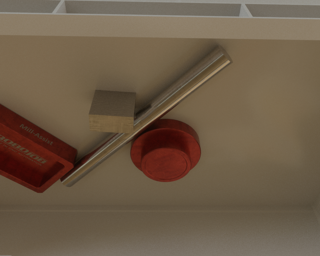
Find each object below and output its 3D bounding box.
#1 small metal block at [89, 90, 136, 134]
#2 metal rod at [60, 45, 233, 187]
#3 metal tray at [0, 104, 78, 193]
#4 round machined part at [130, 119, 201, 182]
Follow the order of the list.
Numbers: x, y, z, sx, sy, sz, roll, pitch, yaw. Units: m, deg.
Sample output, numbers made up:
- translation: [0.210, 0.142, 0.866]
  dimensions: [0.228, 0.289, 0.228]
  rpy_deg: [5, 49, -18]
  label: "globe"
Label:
- translation: [-0.056, -0.020, 0.375]
  dimensions: [0.050, 0.050, 0.025]
  rpy_deg: [4, 130, -4]
  label: "small metal block"
- translation: [-0.035, -0.001, 0.407]
  dimensions: [0.299, 0.025, 0.025]
  rpy_deg: [-37, 122, 26]
  label: "metal rod"
- translation: [-0.195, 0.033, 0.430]
  dimensions: [0.090, 0.030, 0.130]
  rpy_deg: [-38, 121, 27]
  label: "metal tray"
- translation: [0.008, 0.038, 0.431]
  dimensions: [0.099, 0.042, 0.097]
  rpy_deg: [-1, 130, 0]
  label: "round machined part"
